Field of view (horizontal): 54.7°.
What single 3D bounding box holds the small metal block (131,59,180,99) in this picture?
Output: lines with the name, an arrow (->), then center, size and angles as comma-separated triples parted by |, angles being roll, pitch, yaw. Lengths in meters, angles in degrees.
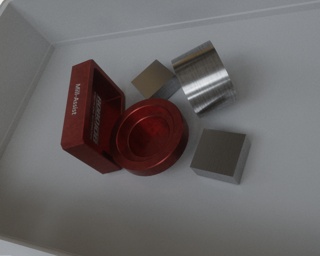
small metal block -> -0.006, -0.064, 0.444 | 0.050, 0.025, 0.050 | -42, 50, -1

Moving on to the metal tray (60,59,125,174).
metal tray -> -0.083, -0.015, 0.413 | 0.030, 0.090, 0.130 | -16, 55, 20

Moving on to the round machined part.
round machined part -> -0.010, 0.015, 0.386 | 0.098, 0.042, 0.098 | -13, 56, 20

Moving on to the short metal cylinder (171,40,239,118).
short metal cylinder -> 0.054, -0.058, 0.375 | 0.050, 0.080, 0.080 | -26, 53, 12

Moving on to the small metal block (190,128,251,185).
small metal block -> 0.068, 0.031, 0.348 | 0.050, 0.025, 0.050 | 9, 66, 33
